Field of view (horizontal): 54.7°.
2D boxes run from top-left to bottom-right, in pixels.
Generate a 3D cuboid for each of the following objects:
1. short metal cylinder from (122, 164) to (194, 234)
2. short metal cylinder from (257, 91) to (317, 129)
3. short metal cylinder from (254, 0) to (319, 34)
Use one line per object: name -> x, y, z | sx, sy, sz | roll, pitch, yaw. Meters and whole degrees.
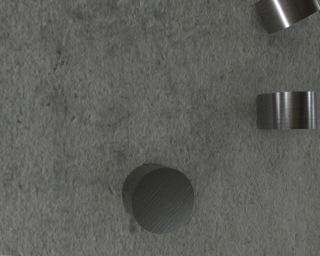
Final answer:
short metal cylinder -> -0.004, 0.087, 0.396 | 0.081, 0.050, 0.079 | 0, 90, -21
short metal cylinder -> 0.183, -0.024, 0.449 | 0.081, 0.080, 0.050 | -2, 91, -20
short metal cylinder -> 0.186, -0.179, 0.450 | 0.080, 0.080, 0.050 | -33, 101, -17
